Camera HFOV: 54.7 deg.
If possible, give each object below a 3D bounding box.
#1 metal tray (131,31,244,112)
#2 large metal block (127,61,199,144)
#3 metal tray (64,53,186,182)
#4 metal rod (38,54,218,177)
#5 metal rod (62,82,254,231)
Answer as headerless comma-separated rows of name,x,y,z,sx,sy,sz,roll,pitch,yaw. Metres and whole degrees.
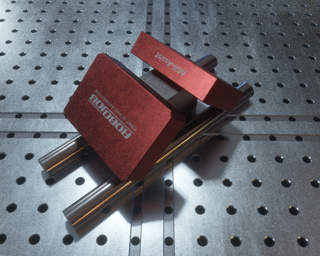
metal tray,0.035,-0.071,0.397,0.130,0.030,0.090,39,16,27
large metal block,0.001,-0.028,0.394,0.080,0.080,0.050,-35,59,-26
metal tray,-0.045,-0.014,0.349,0.130,0.030,0.090,43,105,29
metal rod,-0.027,-0.031,0.433,0.302,0.025,0.025,-35,59,-26
metal rod,0.016,0.021,0.391,0.302,0.025,0.025,-34,58,-26
